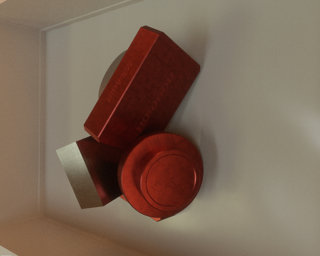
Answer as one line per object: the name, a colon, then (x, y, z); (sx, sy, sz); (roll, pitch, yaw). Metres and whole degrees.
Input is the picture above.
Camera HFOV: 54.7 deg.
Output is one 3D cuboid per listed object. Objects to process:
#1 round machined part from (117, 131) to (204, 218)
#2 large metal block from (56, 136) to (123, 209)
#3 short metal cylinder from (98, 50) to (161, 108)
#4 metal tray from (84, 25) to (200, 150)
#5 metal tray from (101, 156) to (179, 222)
round machined part: (0.005, 0.054, 0.347); (0.042, 0.099, 0.097); (-165, 79, -69)
large metal block: (-0.071, 0.046, 0.395); (0.050, 0.081, 0.080); (-20, 93, 44)
short metal cylinder: (-0.034, -0.053, 0.395); (0.080, 0.050, 0.080); (-30, 46, 37)
metal tray: (-0.017, -0.036, 0.354); (0.030, 0.090, 0.130); (34, 95, 38)
metal tray: (-0.028, 0.055, 0.422); (0.130, 0.030, 0.089); (22, 104, 37)
